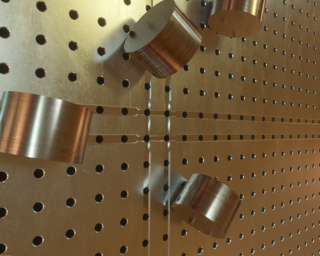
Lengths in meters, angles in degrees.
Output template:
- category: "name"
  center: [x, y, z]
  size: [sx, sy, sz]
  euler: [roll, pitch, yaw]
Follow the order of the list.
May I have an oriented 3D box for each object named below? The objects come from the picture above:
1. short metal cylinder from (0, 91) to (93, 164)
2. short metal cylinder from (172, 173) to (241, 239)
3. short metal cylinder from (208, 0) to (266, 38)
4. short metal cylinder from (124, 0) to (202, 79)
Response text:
- category: "short metal cylinder"
  center: [-0.107, 0.002, 0.284]
  size: [0.081, 0.080, 0.050]
  euler: [16, 80, -39]
- category: "short metal cylinder"
  center: [0.064, 0.107, 0.427]
  size: [0.080, 0.080, 0.050]
  euler: [51, 60, -28]
- category: "short metal cylinder"
  center: [0.117, -0.179, 0.471]
  size: [0.080, 0.080, 0.050]
  euler: [19, 78, -39]
- category: "short metal cylinder"
  center: [0.003, -0.107, 0.375]
  size: [0.050, 0.080, 0.080]
  euler: [39, 66, -34]
